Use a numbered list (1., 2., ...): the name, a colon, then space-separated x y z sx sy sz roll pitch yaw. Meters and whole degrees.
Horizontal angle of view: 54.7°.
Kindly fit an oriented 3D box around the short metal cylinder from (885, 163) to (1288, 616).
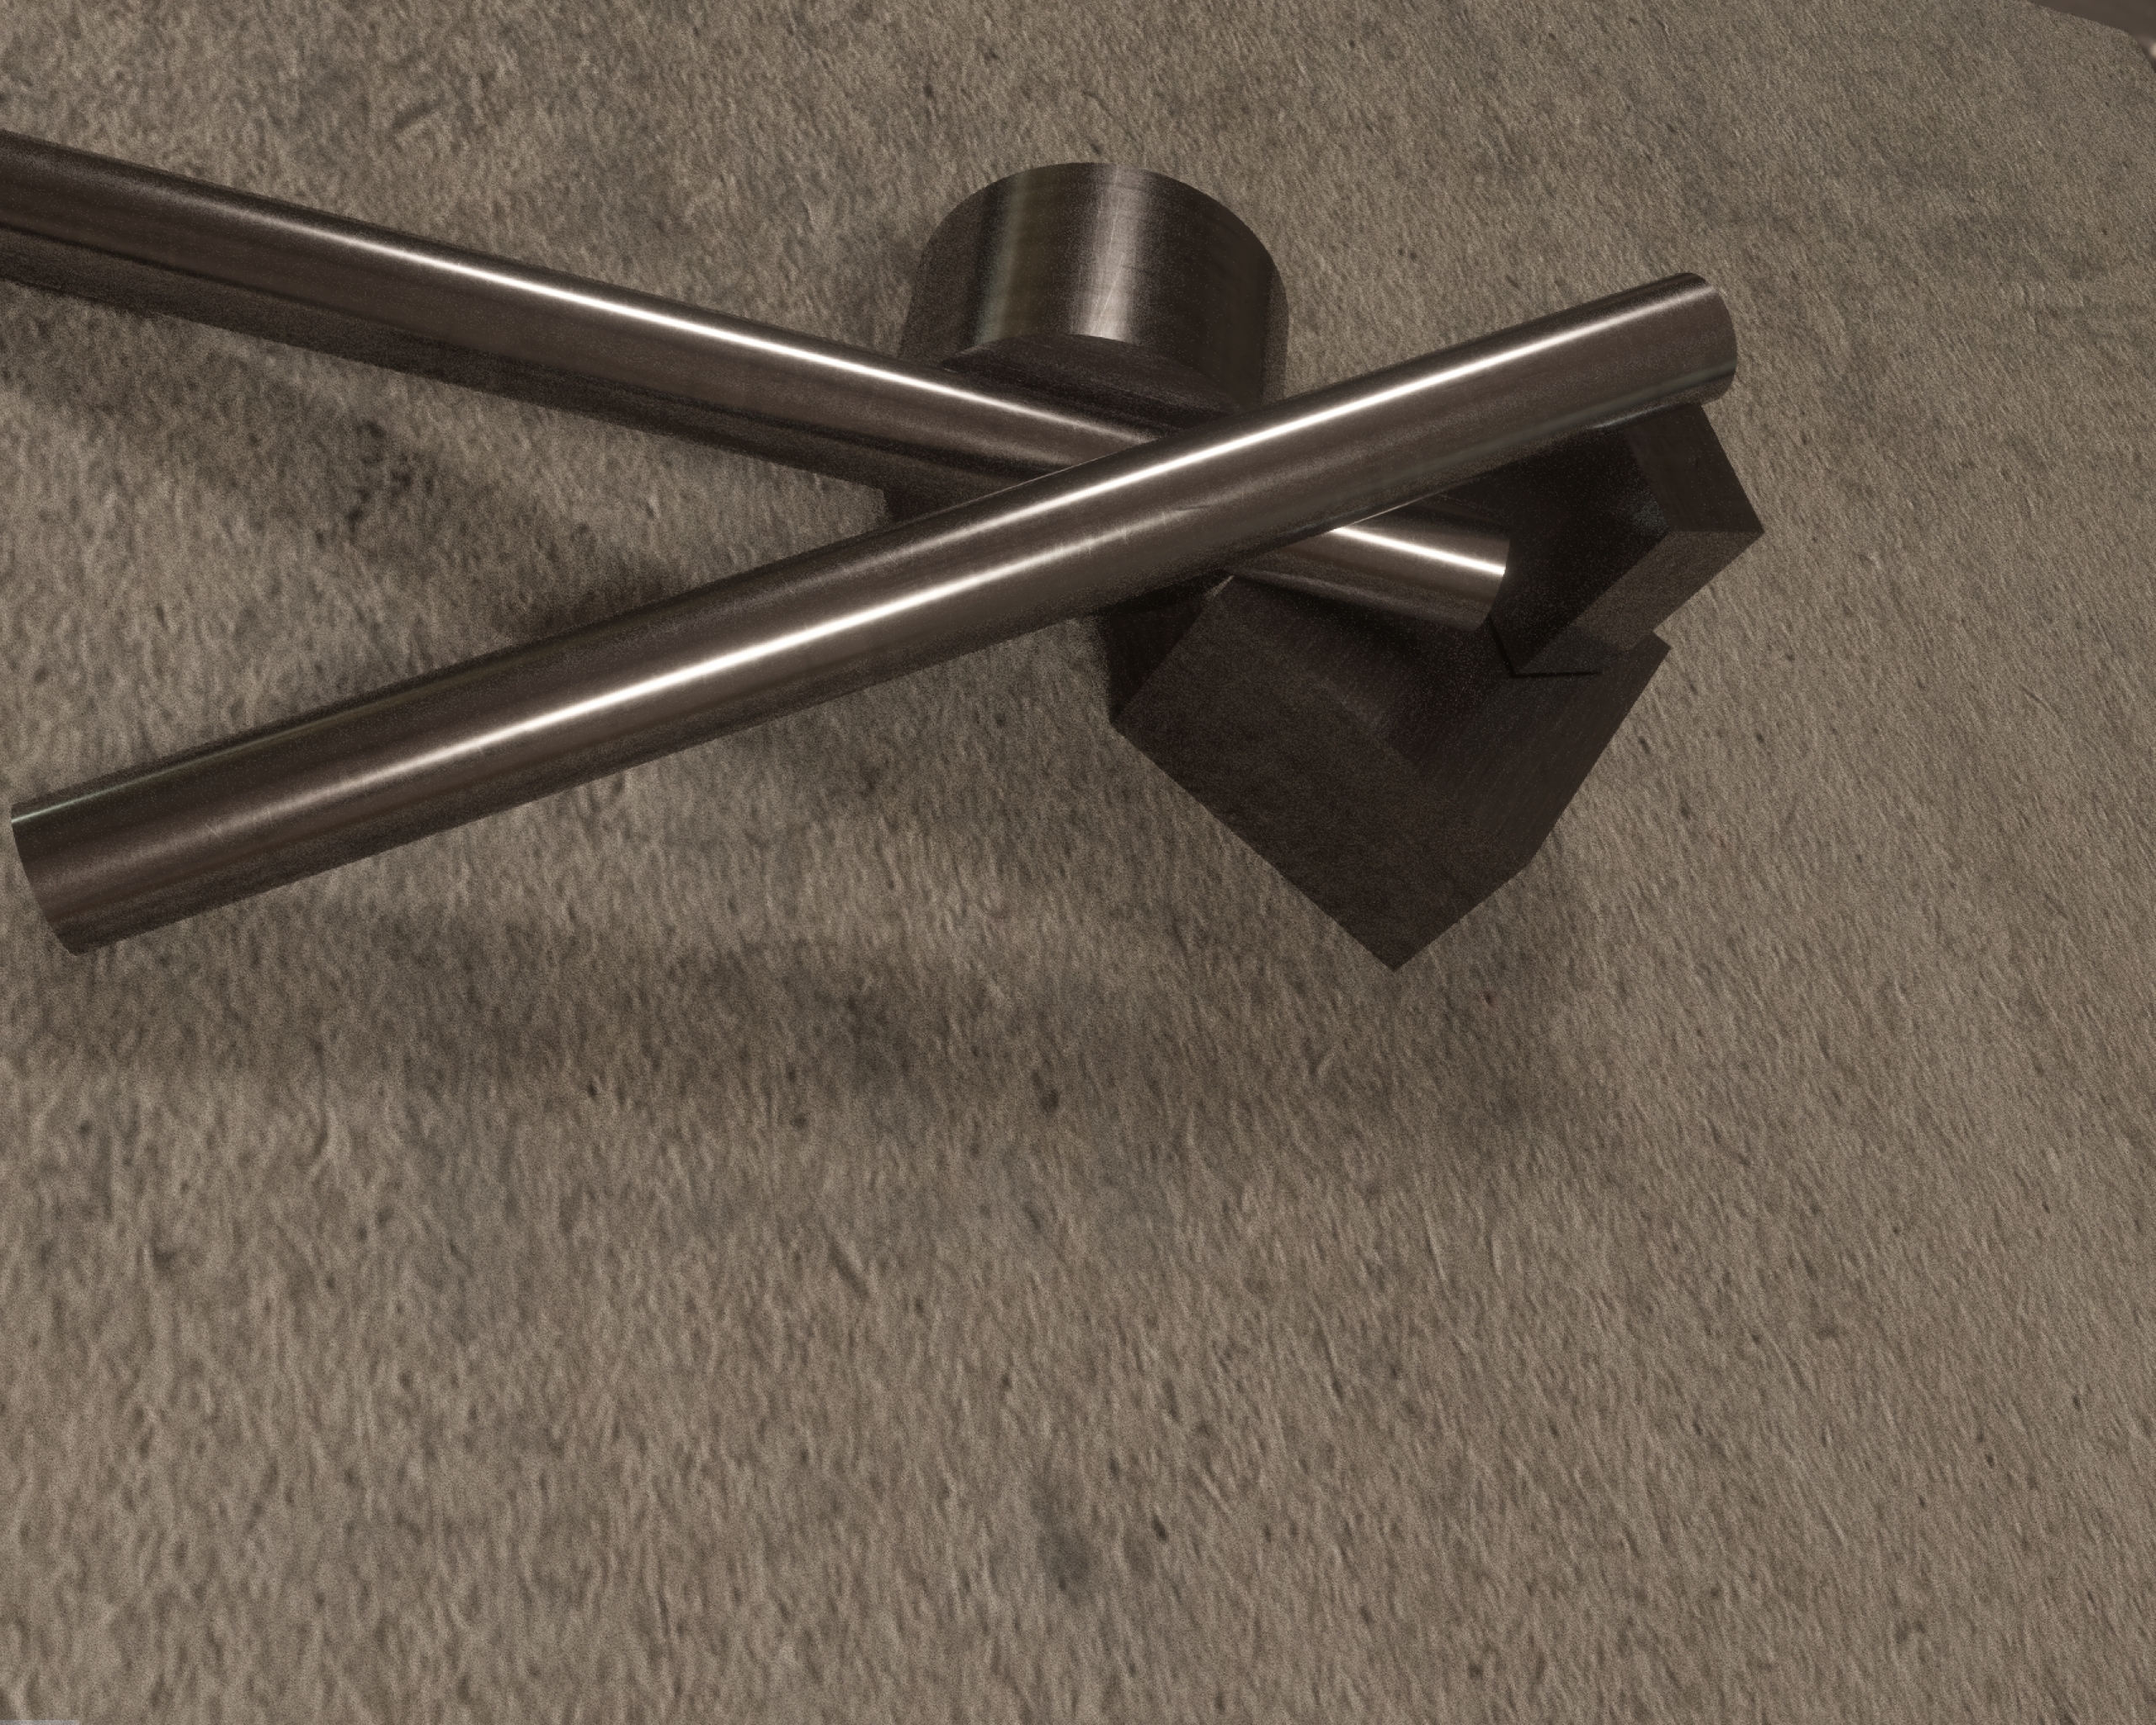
1. short metal cylinder: 0.002 -0.096 0.433 0.081 0.080 0.050 19 54 -18

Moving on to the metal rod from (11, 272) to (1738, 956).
1. metal rod: -0.021 -0.048 0.357 0.302 0.025 0.025 -20 72 -14

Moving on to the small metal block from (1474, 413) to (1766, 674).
1. small metal block: 0.104 -0.073 0.424 0.025 0.050 0.050 -5 64 -30

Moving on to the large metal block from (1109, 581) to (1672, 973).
1. large metal block: 0.068 -0.038 0.449 0.080 0.050 0.080 41 52 0

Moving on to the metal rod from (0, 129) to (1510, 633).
1. metal rod: -0.066 -0.090 0.389 0.302 0.025 0.025 12 56 -8
